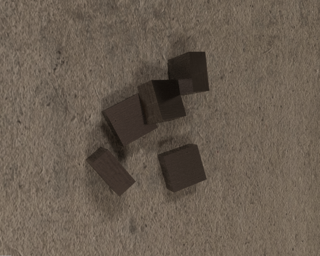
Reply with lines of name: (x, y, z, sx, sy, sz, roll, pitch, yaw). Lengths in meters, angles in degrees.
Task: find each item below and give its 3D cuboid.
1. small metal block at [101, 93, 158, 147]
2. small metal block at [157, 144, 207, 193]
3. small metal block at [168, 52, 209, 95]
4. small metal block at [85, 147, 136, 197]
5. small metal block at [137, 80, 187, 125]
small metal block: (-0.039, -0.011, 0.395, 0.050, 0.025, 0.050, -30, 100, -18)
small metal block: (0.030, 0.053, 0.421, 0.050, 0.025, 0.050, -18, 96, -20)
small metal block: (0.037, -0.070, 0.409, 0.025, 0.050, 0.050, -8, 93, -30)
small metal block: (-0.061, 0.051, 0.374, 0.025, 0.050, 0.050, -42, 104, -15)
small metal block: (0.003, -0.034, 0.396, 0.050, 0.025, 0.050, -12, 85, -50)
